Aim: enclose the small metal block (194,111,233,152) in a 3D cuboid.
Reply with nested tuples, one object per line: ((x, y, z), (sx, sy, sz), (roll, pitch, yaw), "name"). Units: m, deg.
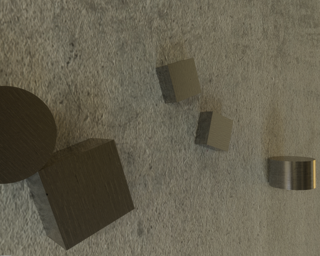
((0.083, 0.006, 0.474), (0.050, 0.025, 0.050), (19, 78, -38), "small metal block")

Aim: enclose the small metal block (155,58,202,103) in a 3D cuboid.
((0.026, -0.065, 0.426), (0.050, 0.025, 0.050), (-25, 106, -37), "small metal block")

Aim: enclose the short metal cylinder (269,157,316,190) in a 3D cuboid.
((0.243, 0.081, 0.573), (0.081, 0.080, 0.050), (-2, 92, -40), "short metal cylinder")

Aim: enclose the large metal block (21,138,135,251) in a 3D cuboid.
((-0.082, 0.062, 0.319), (0.081, 0.050, 0.080), (-24, 105, -37), "large metal block")

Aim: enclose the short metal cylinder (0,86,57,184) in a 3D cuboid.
((-0.140, 0.005, 0.271), (0.081, 0.050, 0.080), (0, 90, -40), "short metal cylinder")
